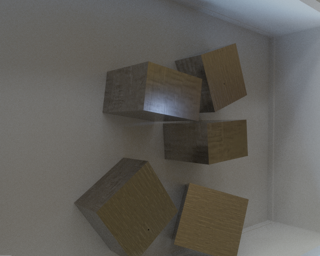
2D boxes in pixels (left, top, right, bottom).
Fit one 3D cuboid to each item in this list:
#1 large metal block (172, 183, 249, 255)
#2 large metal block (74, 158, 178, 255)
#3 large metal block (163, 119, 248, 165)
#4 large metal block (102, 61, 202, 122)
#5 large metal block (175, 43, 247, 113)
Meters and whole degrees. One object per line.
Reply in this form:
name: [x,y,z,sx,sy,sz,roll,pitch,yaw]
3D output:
large metal block: [0.066,0.126,0.423,0.080,0.050,0.080,16,77,1]
large metal block: [-0.037,0.093,0.362,0.080,0.050,0.080,-43,116,-32]
large metal block: [0.062,0.016,0.425,0.081,0.080,0.050,-5,94,-40]
large metal block: [-0.009,-0.038,0.365,0.081,0.080,0.050,9,84,-40]
large metal block: [0.077,-0.073,0.457,0.081,0.050,0.080,-27,107,-37]
